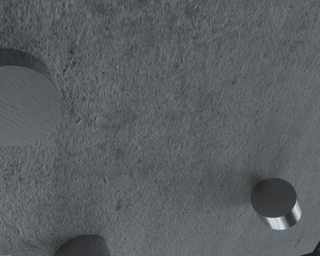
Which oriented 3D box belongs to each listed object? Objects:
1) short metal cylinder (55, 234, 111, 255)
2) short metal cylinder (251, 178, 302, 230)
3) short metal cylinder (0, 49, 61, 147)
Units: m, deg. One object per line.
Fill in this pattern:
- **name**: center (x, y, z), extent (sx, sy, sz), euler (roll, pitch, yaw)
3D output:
- **short metal cylinder**: center (-0.111, 0.205, 0.457), extent (0.081, 0.050, 0.079), euler (-14, 124, -21)
- **short metal cylinder**: center (0.216, 0.140, 0.576), extent (0.080, 0.080, 0.050), euler (-38, 129, -3)
- **short metal cylinder**: center (-0.140, -0.029, 0.296), extent (0.081, 0.050, 0.079), euler (-14, 124, -21)
